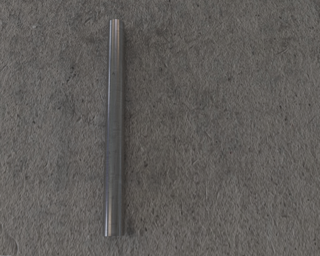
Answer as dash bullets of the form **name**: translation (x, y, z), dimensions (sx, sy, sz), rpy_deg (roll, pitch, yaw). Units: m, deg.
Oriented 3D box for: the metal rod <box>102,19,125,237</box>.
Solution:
- **metal rod**: translation (-0.060, -0.014, 0.413), dimensions (0.025, 0.025, 0.299), rpy_deg (-2, 70, -1)
